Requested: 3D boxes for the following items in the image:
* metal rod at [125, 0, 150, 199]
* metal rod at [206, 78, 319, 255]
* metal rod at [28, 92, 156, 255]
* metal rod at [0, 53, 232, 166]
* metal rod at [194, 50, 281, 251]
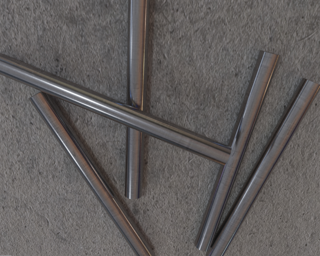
[{"bbox_3d":[-0.030,-0.044,0.392,0.025,0.025,0.298,3,110,-1],"label":"metal rod"},{"bbox_3d":[0.137,0.072,0.437,0.025,0.025,0.298,20,109,-7],"label":"metal rod"},{"bbox_3d":[-0.086,0.081,0.438,0.025,0.025,0.299,-26,108,9],"label":"metal rod"},{"bbox_3d":[-0.058,-0.023,0.377,0.301,0.025,0.025,22,109,1],"label":"metal rod"},{"bbox_3d":[0.100,0.045,0.426,0.025,0.025,0.298,13,110,-5],"label":"metal rod"}]
